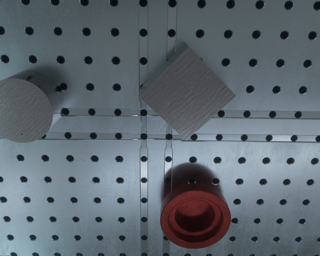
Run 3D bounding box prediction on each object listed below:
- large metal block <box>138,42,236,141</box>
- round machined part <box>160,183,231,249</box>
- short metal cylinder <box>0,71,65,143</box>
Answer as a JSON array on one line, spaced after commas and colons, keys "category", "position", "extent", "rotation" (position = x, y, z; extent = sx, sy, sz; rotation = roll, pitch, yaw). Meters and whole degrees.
[{"category": "large metal block", "position": [0.032, -0.046, 0.383], "extent": [0.080, 0.050, 0.080], "rotation": [43, 104, -14]}, {"category": "round machined part", "position": [0.050, 0.122, 0.450], "extent": [0.099, 0.042, 0.097], "rotation": [0, 110, 0]}, {"category": "short metal cylinder", "position": [-0.167, -0.028, 0.388], "extent": [0.081, 0.050, 0.079], "rotation": [0, 110, 0]}]
